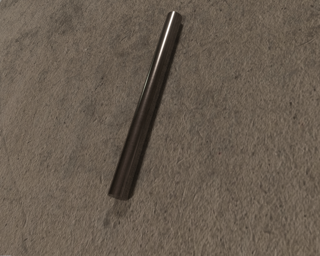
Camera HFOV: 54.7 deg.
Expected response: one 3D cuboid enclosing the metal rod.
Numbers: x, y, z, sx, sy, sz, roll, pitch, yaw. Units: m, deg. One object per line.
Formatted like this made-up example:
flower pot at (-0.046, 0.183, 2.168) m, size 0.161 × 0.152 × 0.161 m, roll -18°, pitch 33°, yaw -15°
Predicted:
metal rod at (-0.014, -0.047, 0.438) m, size 0.025 × 0.025 × 0.300 m, roll 2°, pitch 62°, yaw 29°
